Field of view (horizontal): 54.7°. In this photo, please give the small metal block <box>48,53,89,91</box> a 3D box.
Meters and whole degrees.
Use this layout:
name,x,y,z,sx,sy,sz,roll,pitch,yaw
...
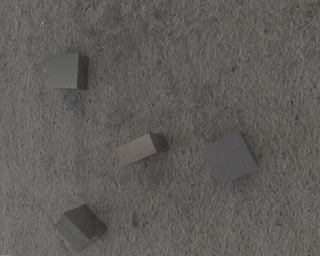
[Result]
name,x,y,z,sx,sy,sz,roll,pitch,yaw
small metal block,-0.135,-0.082,0.457,0.050,0.025,0.050,4,91,20

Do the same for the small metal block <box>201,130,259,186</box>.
name,x,y,z,sx,sy,sz,roll,pitch,yaw
small metal block,0.086,0.036,0.379,0.050,0.025,0.050,-28,81,18

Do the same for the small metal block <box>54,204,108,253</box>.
name,x,y,z,sx,sy,sz,roll,pitch,yaw
small metal block,-0.110,0.139,0.434,0.050,0.050,0.025,39,103,15

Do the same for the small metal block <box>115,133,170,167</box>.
name,x,y,z,sx,sy,sz,roll,pitch,yaw
small metal block,-0.022,0.028,0.403,0.050,0.050,0.025,-24,82,18
